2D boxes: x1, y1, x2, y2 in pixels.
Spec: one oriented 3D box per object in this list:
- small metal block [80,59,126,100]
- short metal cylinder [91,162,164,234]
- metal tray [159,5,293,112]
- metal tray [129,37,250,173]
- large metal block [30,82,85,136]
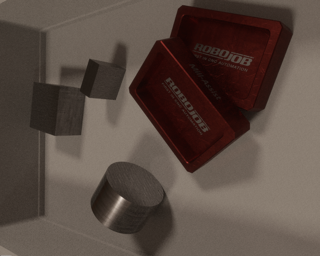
[{"bbox_3d":[-0.084,-0.071,0.457,0.025,0.050,0.050,34,111,34],"label":"small metal block"},{"bbox_3d":[-0.043,0.089,0.404,0.080,0.081,0.050,45,117,30],"label":"short metal cylinder"},{"bbox_3d":[0.066,-0.080,0.347,0.130,0.030,0.089,27,106,36],"label":"metal tray"},{"bbox_3d":[0.026,-0.024,0.347,0.130,0.030,0.089,54,139,13],"label":"metal tray"},{"bbox_3d":[-0.177,-0.034,0.533,0.080,0.050,0.079,13,98,39],"label":"large metal block"}]
